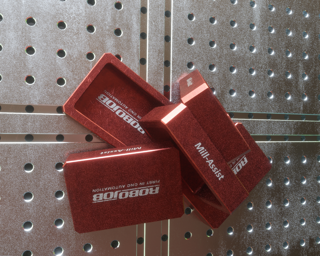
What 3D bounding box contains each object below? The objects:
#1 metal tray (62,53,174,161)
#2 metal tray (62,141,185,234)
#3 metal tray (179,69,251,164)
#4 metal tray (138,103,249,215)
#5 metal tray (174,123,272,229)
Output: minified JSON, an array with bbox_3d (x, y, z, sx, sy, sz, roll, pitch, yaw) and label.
[{"bbox_3d":[-0.044,-0.020,0.394,0.130,0.030,0.090,38,78,-17],"label":"metal tray"},{"bbox_3d":[-0.040,0.069,0.370,0.131,0.030,0.089,-7,104,-6],"label":"metal tray"},{"bbox_3d":[0.062,-0.021,0.381,0.030,0.130,0.090,-34,103,12],"label":"metal tray"},{"bbox_3d":[0.035,0.034,0.360,0.030,0.090,0.130,-40,103,-16],"label":"metal tray"},{"bbox_3d":[0.089,0.065,0.443,0.130,0.030,0.090,-43,104,-15],"label":"metal tray"}]
